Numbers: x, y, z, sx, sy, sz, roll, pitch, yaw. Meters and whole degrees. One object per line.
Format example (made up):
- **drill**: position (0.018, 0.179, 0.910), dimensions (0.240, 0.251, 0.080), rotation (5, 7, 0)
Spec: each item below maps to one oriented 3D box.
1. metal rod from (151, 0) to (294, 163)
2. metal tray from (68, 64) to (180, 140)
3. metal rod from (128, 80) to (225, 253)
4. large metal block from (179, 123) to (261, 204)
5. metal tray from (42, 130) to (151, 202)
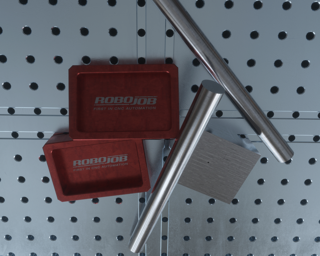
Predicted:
- **metal rod**: position (0.078, -0.068, 0.389), dimensions (0.025, 0.025, 0.300), rotation (-38, 106, 12)
- **metal tray**: position (-0.043, -0.031, 0.381), dimensions (0.131, 0.030, 0.089), rotation (-1, 88, 0)
- **metal rod**: position (0.008, 0.071, 0.395), dimensions (0.025, 0.025, 0.298), rotation (17, 126, -7)
- **large metal block**: position (0.073, 0.044, 0.417), dimensions (0.080, 0.050, 0.080), rotation (24, 108, -9)
- **metal tray**: position (-0.083, 0.049, 0.427), dimensions (0.131, 0.030, 0.089), rotation (-7, 110, 2)
